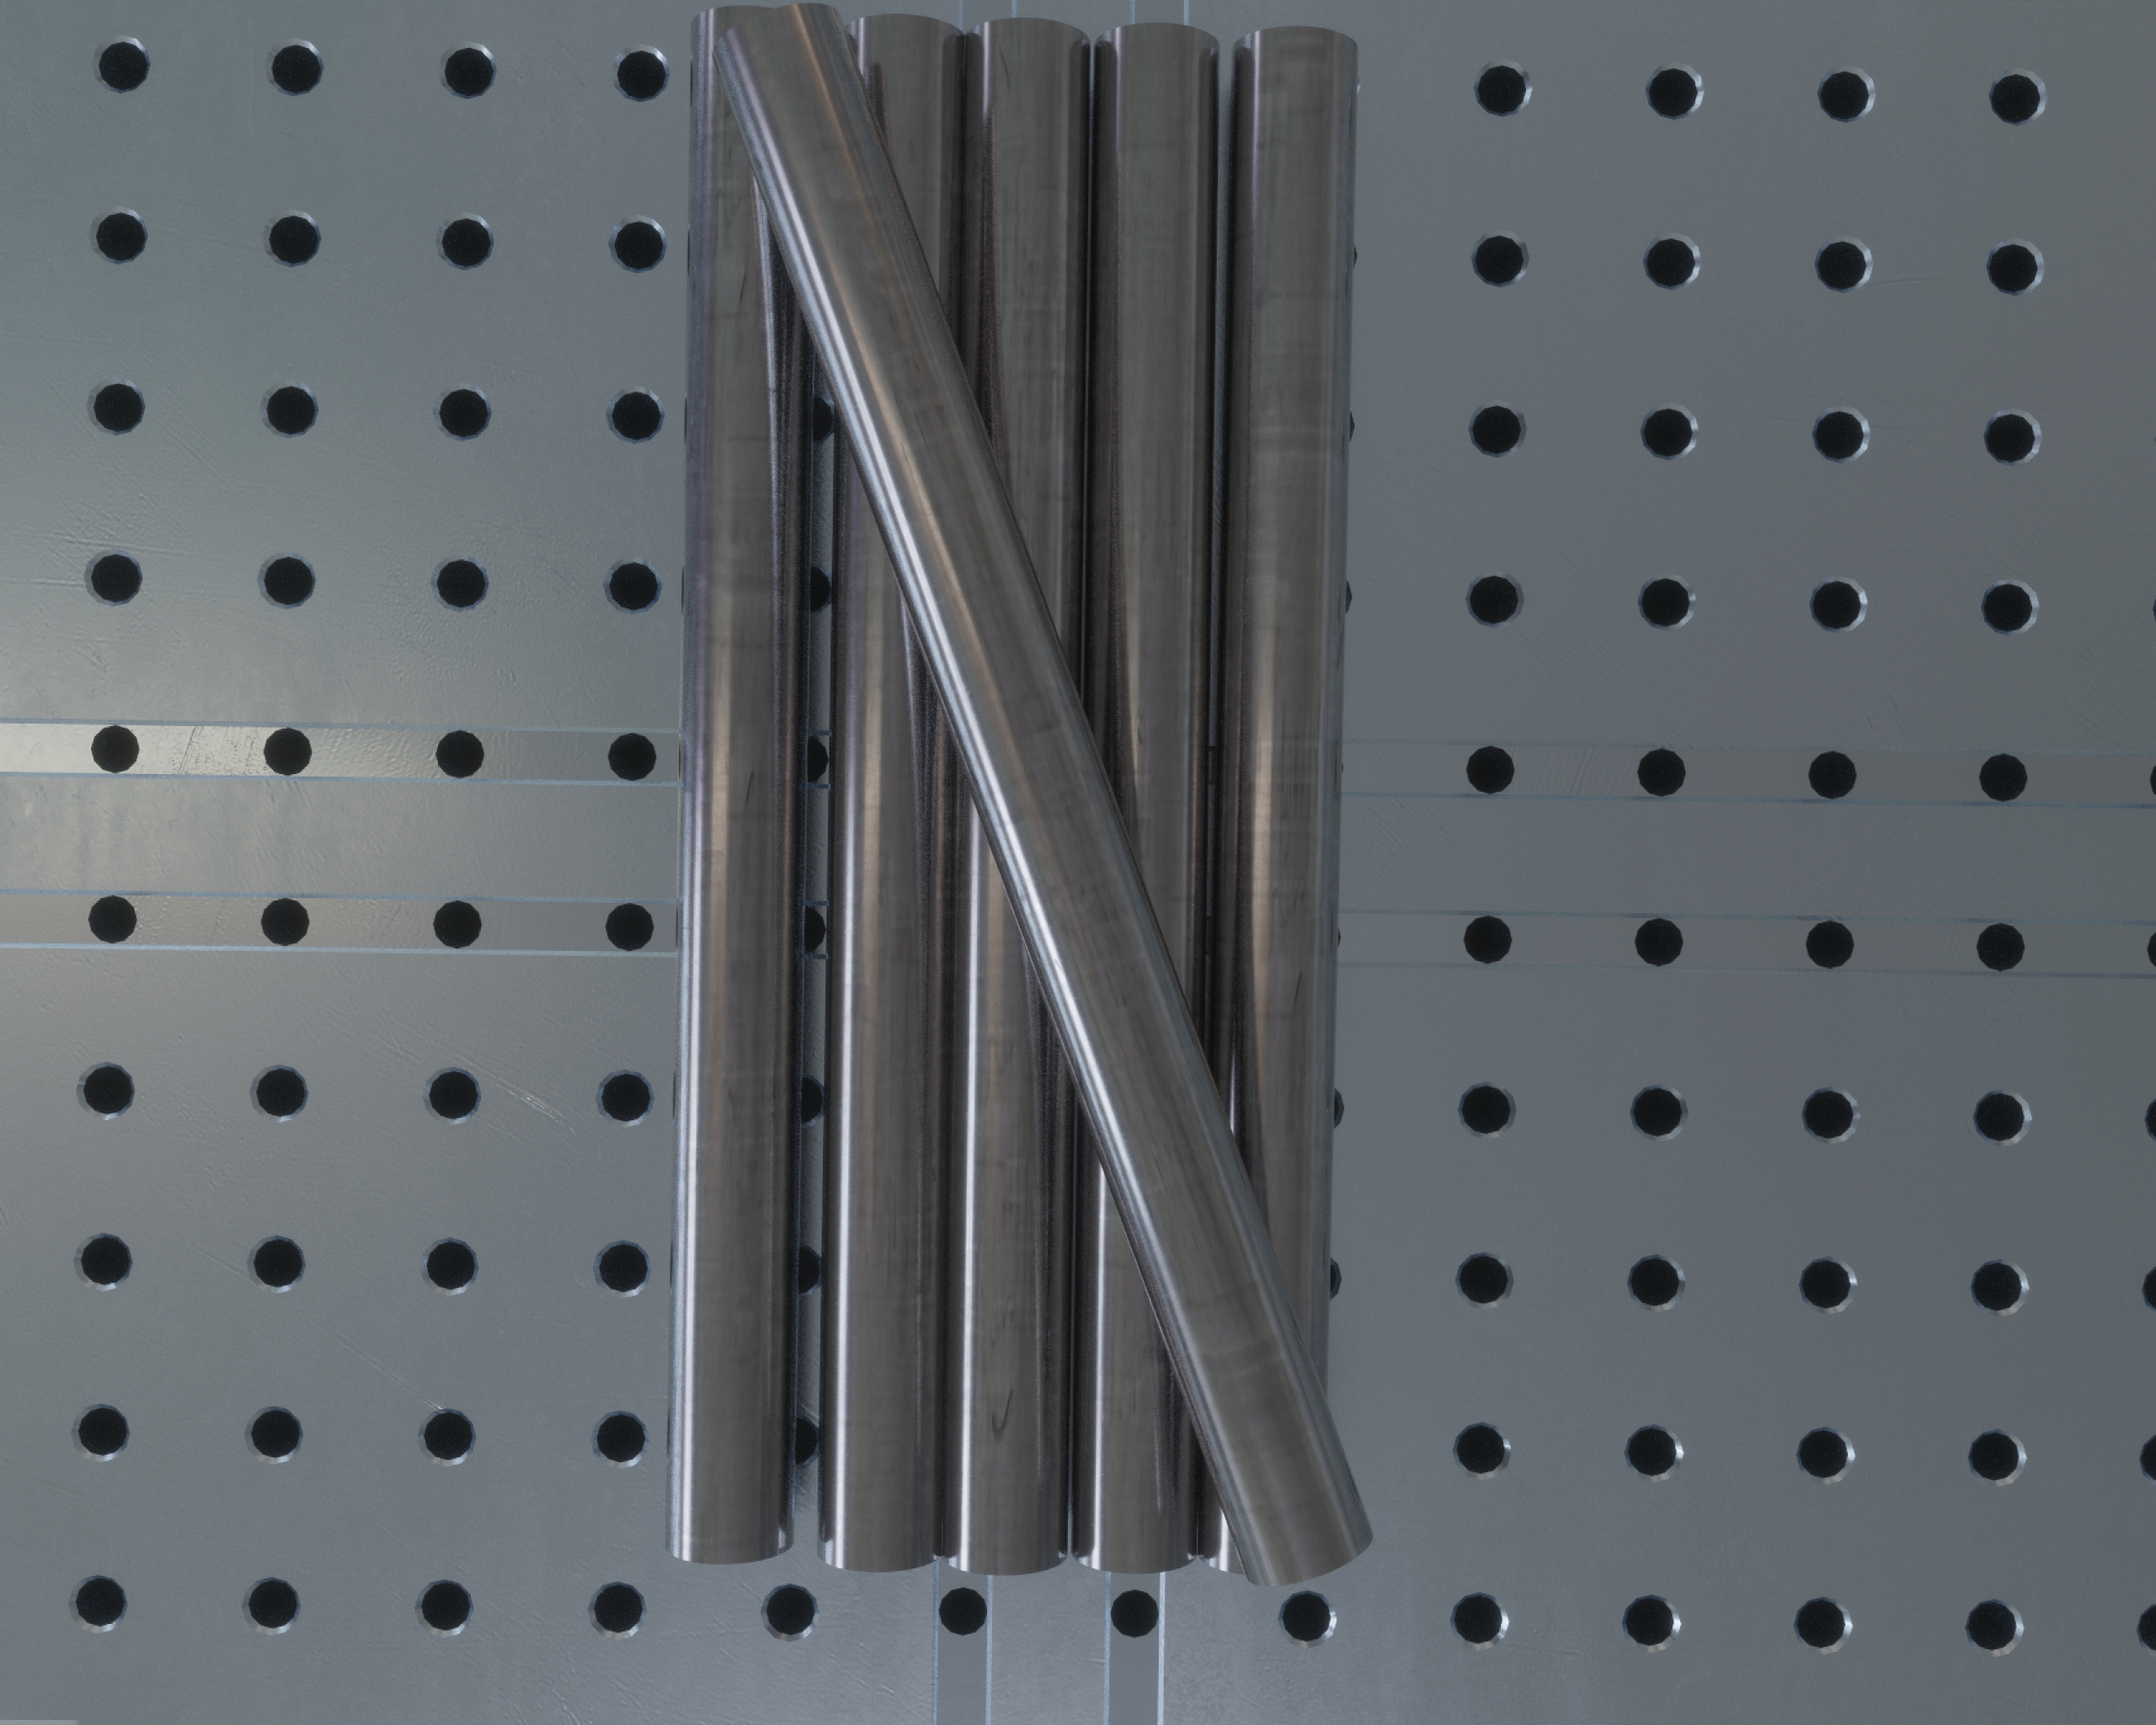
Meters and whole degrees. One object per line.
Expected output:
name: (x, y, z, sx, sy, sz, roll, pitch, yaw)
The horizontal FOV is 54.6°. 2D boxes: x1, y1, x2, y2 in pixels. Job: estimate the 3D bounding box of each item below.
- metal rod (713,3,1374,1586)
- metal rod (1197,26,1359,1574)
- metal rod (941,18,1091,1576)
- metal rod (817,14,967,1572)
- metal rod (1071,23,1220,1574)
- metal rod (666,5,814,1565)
metal rod: (-0.006, -0.012, 0.388, 0.025, 0.025, 0.299, -19, 90, 0)
metal rod: (0.040, -0.012, 0.414, 0.025, 0.025, 0.298, 1, 90, 0)
metal rod: (-0.012, -0.013, 0.412, 0.025, 0.025, 0.298, 1, 90, 0)
metal rod: (-0.037, -0.013, 0.412, 0.025, 0.025, 0.298, 1, 90, 0)
metal rod: (0.013, -0.012, 0.414, 0.025, 0.025, 0.298, 1, 90, 0)
metal rod: (-0.066, -0.015, 0.412, 0.025, 0.025, 0.298, 1, 90, 0)
